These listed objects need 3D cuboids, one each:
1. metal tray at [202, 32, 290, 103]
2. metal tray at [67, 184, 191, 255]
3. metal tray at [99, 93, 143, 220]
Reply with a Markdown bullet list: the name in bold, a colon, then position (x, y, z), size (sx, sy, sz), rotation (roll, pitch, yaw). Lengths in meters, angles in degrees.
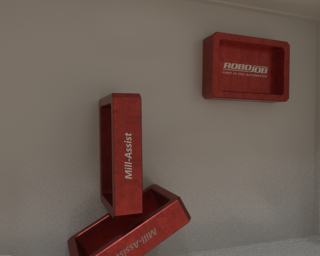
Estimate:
- **metal tray**: position (0.128, -0.085, 0.454), size (0.131, 0.030, 0.089), rotation (1, 90, -20)
- **metal tray**: position (-0.039, 0.119, 0.361), size (0.131, 0.090, 0.030), rotation (-30, 100, -17)
- **metal tray**: position (-0.048, 0.028, 0.358), size (0.030, 0.090, 0.129), rotation (-1, 91, -20)
